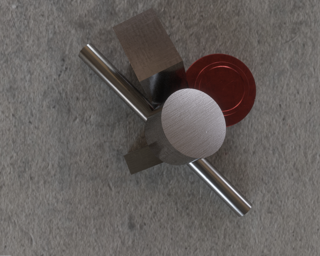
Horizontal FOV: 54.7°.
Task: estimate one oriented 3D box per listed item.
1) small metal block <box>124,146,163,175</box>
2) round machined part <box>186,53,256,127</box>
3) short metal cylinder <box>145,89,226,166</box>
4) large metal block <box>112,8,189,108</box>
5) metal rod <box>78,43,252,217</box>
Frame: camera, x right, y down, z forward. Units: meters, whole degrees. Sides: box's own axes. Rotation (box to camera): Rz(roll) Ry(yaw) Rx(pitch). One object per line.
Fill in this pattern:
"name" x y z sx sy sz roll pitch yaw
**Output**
"small metal block" -0.016 0.036 0.399 0.050 0.050 0.025 -21 90 -1
"round machined part" 0.077 -0.049 0.403 0.099 0.042 0.097 0 90 -1
"short metal cylinder" 0.029 0.000 0.362 0.081 0.050 0.080 7 72 -22
"large metal block" -0.008 -0.079 0.373 0.050 0.080 0.080 -26 68 1
"metal rod" 0.007 0.003 0.412 0.025 0.025 0.300 -45 91 0
